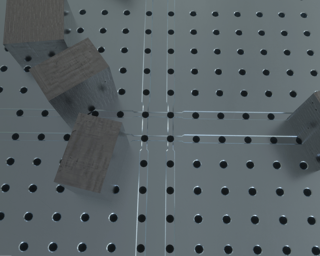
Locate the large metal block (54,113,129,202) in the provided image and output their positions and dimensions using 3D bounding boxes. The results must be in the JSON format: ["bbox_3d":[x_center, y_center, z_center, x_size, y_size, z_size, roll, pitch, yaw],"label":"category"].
[{"bbox_3d":[-0.076,0.038,0.368,0.050,0.080,0.080,13,71,5],"label":"large metal block"}]

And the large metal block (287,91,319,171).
[{"bbox_3d":[0.215,-0.001,0.384,0.050,0.080,0.080,-21,71,-7],"label":"large metal block"}]

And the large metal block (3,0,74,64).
[{"bbox_3d":[-0.173,-0.144,0.450,0.080,0.050,0.080,-5,70,-2],"label":"large metal block"}]

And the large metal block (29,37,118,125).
[{"bbox_3d":[-0.107,-0.057,0.403,0.080,0.080,0.050,-33,73,-11],"label":"large metal block"}]
